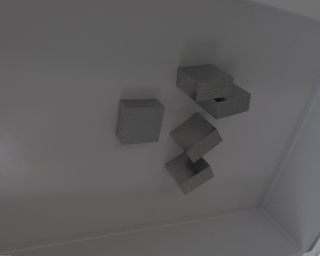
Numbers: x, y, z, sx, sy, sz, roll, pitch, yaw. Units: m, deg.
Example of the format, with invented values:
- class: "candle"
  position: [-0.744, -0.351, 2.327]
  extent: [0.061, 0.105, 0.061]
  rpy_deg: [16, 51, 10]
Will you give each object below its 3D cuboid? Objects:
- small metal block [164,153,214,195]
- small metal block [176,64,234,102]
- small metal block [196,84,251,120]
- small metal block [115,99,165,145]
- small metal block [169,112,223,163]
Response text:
- class: "small metal block"
  position: [0.042, 0.062, 0.454]
  extent: [0.050, 0.050, 0.025]
  rpy_deg: [-31, 129, -8]
- class: "small metal block"
  position: [0.055, -0.058, 0.386]
  extent: [0.050, 0.050, 0.025]
  rpy_deg: [-11, 123, -23]
- class: "small metal block"
  position: [0.084, -0.039, 0.414]
  extent: [0.050, 0.050, 0.025]
  rpy_deg: [-15, 125, -20]
- class: "small metal block"
  position: [-0.026, -0.008, 0.389]
  extent: [0.050, 0.025, 0.050]
  rpy_deg: [-4, 120, -27]
- class: "small metal block"
  position: [0.049, 0.012, 0.426]
  extent: [0.050, 0.050, 0.025]
  rpy_deg: [-37, 129, -3]
